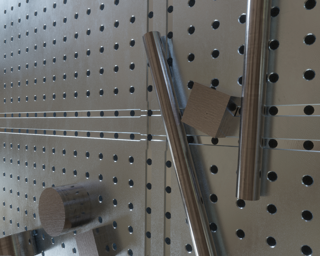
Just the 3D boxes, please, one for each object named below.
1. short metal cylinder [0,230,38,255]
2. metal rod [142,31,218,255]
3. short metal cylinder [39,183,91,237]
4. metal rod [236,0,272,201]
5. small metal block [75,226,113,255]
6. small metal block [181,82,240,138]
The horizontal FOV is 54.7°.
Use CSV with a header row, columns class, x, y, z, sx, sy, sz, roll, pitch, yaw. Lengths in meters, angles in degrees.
class,x,y,z,sx,sy,sz,roll,pitch,yaw
short metal cylinder,-0.289,0.240,0.613,0.080,0.081,0.050,-30,72,36
metal rod,0.023,0.018,0.390,0.025,0.025,0.299,-22,76,38
short metal cylinder,-0.163,0.138,0.528,0.080,0.050,0.080,0,90,40
metal rod,0.101,-0.074,0.325,0.025,0.025,0.298,5,93,40
small metal block,-0.107,0.190,0.498,0.050,0.025,0.050,-29,72,36
small metal block,0.058,-0.021,0.361,0.050,0.025,0.050,29,108,36
